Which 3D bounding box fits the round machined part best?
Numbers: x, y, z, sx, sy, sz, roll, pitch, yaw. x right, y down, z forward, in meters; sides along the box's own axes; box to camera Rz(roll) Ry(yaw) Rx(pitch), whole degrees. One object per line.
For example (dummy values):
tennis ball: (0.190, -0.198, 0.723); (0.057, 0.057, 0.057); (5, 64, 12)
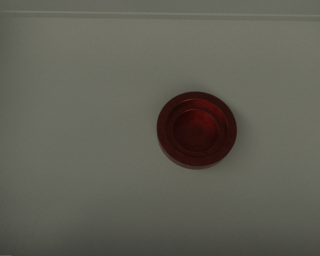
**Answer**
round machined part: (0.045, 0.006, 0.399); (0.099, 0.042, 0.098); (0, 70, 0)
